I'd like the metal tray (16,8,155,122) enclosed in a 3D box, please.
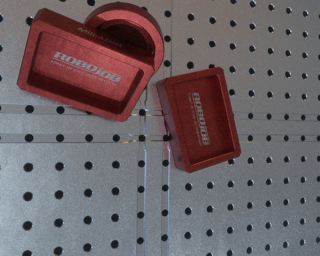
[{"bbox_3d":[-0.083,-0.065,0.351,0.131,0.030,0.089,19,128,-20],"label":"metal tray"}]

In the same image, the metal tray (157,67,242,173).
[{"bbox_3d":[0.056,-0.012,0.431,0.091,0.030,0.129,-15,95,-20],"label":"metal tray"}]

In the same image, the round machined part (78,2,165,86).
[{"bbox_3d":[-0.045,-0.101,0.369,0.099,0.042,0.097,-2,132,-2],"label":"round machined part"}]
